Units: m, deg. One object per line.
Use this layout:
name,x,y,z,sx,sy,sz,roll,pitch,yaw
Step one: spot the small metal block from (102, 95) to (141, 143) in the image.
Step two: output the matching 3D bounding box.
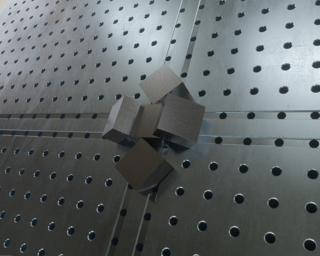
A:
small metal block,-0.054,-0.011,0.428,0.050,0.025,0.050,-29,41,59

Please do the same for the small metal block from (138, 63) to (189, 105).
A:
small metal block,0.005,-0.057,0.441,0.050,0.025,0.050,-37,50,2

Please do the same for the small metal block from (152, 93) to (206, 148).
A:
small metal block,0.024,-0.009,0.384,0.050,0.025,0.050,20,66,-8

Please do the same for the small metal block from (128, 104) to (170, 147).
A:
small metal block,-0.009,-0.004,0.415,0.050,0.025,0.050,2,62,29

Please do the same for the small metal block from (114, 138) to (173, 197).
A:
small metal block,-0.021,0.049,0.389,0.050,0.025,0.050,-47,50,-4
